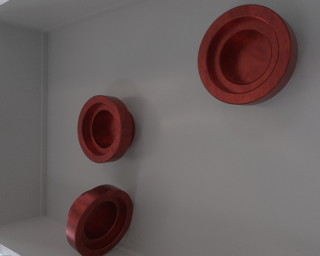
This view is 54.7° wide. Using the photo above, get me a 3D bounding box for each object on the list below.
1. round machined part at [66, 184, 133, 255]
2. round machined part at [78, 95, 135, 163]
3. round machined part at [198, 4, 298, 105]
[{"bbox_3d":[-0.088,0.125,0.432,0.042,0.099,0.097,18,102,39],"label":"round machined part"},{"bbox_3d":[-0.075,0.002,0.458,0.098,0.042,0.097,0,90,40],"label":"round machined part"},{"bbox_3d":[0.092,-0.072,0.320,0.098,0.042,0.097,0,90,40],"label":"round machined part"}]
